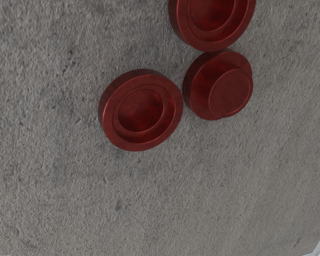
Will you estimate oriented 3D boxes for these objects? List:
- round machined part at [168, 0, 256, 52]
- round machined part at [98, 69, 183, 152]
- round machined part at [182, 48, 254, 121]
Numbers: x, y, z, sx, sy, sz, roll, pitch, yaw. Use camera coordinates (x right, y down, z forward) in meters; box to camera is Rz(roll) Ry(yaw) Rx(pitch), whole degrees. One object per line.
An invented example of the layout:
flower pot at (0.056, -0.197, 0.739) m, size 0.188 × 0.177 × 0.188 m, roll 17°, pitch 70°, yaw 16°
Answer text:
round machined part at (0.053, -0.137, 0.340) m, size 0.099 × 0.042 × 0.097 m, roll -14°, pitch 124°, yaw -21°
round machined part at (-0.025, -0.024, 0.367) m, size 0.099 × 0.042 × 0.097 m, roll -14°, pitch 124°, yaw -21°
round machined part at (0.083, -0.052, 0.408) m, size 0.099 × 0.042 × 0.097 m, roll -14°, pitch 124°, yaw -21°
